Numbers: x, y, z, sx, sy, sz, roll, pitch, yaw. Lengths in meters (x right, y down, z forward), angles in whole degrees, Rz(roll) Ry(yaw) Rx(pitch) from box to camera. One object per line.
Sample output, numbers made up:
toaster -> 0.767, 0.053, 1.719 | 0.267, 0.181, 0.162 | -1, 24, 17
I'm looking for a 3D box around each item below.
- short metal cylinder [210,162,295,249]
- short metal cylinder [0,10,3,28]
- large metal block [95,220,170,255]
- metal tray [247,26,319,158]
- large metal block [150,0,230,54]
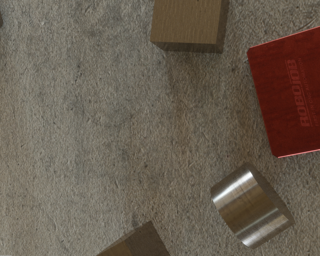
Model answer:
short metal cylinder -> 0.102, 0.084, 0.344 | 0.050, 0.080, 0.080 | -41, 77, 15
short metal cylinder -> -0.295, -0.186, 0.484 | 0.080, 0.080, 0.050 | -20, 84, 19
large metal block -> -0.026, 0.174, 0.389 | 0.050, 0.080, 0.080 | -34, 79, 17
metal tray -> 0.159, -0.039, 0.350 | 0.090, 0.030, 0.129 | -14, 85, 19
large metal block -> 0.039, -0.139, 0.382 | 0.080, 0.050, 0.079 | 8, 93, 19
